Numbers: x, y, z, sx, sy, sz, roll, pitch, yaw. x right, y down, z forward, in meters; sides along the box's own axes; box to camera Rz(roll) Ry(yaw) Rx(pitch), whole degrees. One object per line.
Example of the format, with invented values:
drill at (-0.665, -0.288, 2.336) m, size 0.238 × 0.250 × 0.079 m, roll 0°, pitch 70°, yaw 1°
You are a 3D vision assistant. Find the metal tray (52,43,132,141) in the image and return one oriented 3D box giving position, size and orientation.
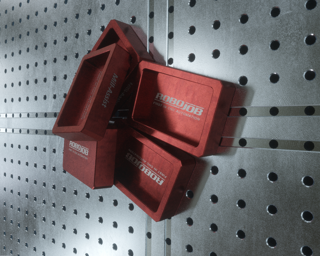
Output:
metal tray at (-0.094, -0.047, 0.429) m, size 0.090 × 0.030 × 0.130 m, roll -2°, pitch 64°, yaw 47°

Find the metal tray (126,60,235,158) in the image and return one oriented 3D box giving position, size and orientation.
metal tray at (0.020, -0.028, 0.389) m, size 0.130 × 0.030 × 0.089 m, roll 23°, pitch 105°, yaw 37°

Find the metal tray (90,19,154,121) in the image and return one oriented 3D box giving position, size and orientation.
metal tray at (-0.075, -0.084, 0.469) m, size 0.129 × 0.030 × 0.090 m, roll -47°, pitch 61°, yaw 30°

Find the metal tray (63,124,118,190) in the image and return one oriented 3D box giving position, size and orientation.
metal tray at (-0.112, 0.033, 0.478) m, size 0.130 × 0.030 × 0.089 m, roll 12°, pitch 99°, yaw 54°

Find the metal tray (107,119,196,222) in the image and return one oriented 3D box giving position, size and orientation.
metal tray at (-0.023, 0.053, 0.425) m, size 0.130 × 0.030 × 0.089 m, roll 32°, pitch 110°, yaw 35°
